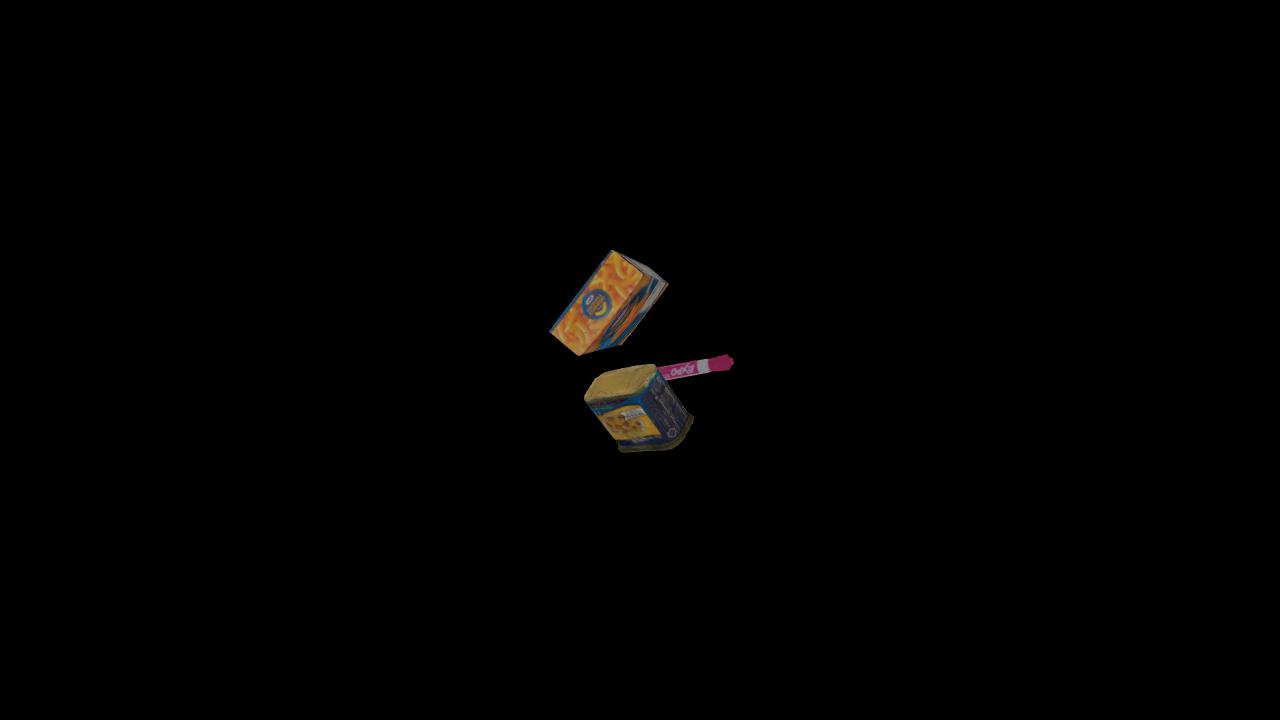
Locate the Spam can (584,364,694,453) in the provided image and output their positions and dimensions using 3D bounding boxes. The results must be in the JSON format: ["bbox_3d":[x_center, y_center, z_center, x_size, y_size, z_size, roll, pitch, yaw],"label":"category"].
[{"bbox_3d":[-0.004,0.056,0.706,0.101,0.085,0.058,-12,34,41],"label":"Spam can"}]

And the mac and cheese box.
[{"bbox_3d":[-0.023,-0.055,0.608,0.041,0.093,0.184,41,10,4],"label":"mac and cheese box"}]

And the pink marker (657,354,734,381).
[{"bbox_3d":[0.057,0.012,0.745,0.121,0.020,0.020,-11,-6,30],"label":"pink marker"}]
